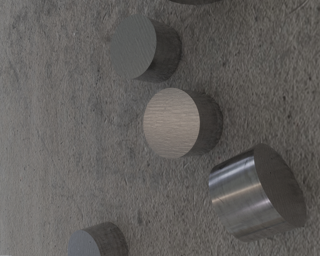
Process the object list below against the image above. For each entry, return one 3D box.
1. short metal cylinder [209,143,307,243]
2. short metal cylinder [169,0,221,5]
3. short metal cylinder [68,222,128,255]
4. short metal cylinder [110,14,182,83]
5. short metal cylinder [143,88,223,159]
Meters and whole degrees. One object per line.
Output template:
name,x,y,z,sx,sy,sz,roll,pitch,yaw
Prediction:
short metal cylinder,0.092,0.061,0.293,0.050,0.081,0.080,-35,69,35
short metal cylinder,0.041,-0.174,0.336,0.080,0.081,0.050,0,90,40
short metal cylinder,-0.094,0.188,0.467,0.080,0.050,0.080,0,90,40
short metal cylinder,-0.019,-0.101,0.404,0.080,0.050,0.080,0,90,40
short metal cylinder,0.027,-0.005,0.367,0.080,0.050,0.080,0,90,40
